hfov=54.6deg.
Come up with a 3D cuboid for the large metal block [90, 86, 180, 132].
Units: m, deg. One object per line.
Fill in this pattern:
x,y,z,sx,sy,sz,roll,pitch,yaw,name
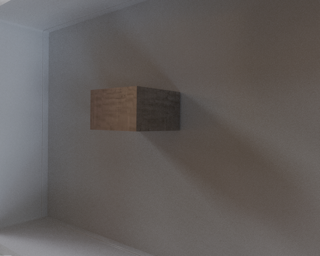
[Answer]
-0.031,-0.022,0.395,0.080,0.081,0.050,2,91,40,large metal block
